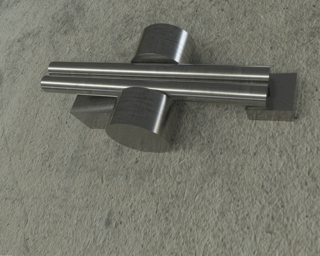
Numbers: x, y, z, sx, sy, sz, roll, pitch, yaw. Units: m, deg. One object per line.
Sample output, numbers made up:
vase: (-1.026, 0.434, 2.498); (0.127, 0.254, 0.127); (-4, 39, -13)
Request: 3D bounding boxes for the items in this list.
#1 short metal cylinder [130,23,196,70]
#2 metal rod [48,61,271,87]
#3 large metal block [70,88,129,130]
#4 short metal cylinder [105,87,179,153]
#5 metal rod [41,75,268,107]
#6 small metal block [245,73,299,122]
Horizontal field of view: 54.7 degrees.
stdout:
short metal cylinder: (0.005, -0.096, 0.426); (0.080, 0.080, 0.050); (2, 63, 29)
metal rod: (-0.017, -0.071, 0.400); (0.301, 0.025, 0.025); (6, 64, 22)
large metal block: (-0.072, -0.044, 0.454); (0.080, 0.050, 0.080); (2, 63, 29)
short metal cylinder: (-0.021, -0.008, 0.386); (0.080, 0.080, 0.050); (2, 63, 29)
metal rod: (-0.023, -0.049, 0.390); (0.301, 0.025, 0.025); (6, 64, 22)
small metal block: (0.131, -0.035, 0.359); (0.050, 0.025, 0.050); (3, 63, 30)
